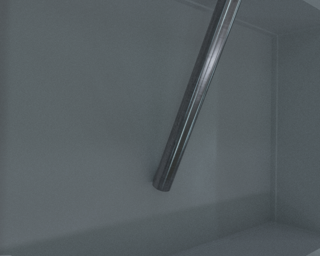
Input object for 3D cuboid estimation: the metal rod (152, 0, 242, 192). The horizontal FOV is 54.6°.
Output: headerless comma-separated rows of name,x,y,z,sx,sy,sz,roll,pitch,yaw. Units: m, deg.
metal rod,0.048,-0.058,0.366,0.025,0.025,0.298,4,113,-40
